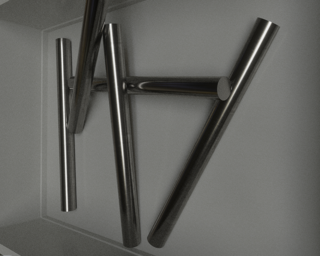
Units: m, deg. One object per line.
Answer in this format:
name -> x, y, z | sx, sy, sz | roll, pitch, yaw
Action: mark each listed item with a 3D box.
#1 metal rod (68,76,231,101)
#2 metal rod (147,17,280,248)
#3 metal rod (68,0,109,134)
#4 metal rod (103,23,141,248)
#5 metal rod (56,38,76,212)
metal rod -> -0.040, -0.058, 0.422 | 0.300, 0.025, 0.025 | 9, 96, 44
metal rod -> 0.053, 0.021, 0.363 | 0.025, 0.025, 0.298 | 37, 113, 33
metal rod -> -0.099, -0.087, 0.416 | 0.025, 0.025, 0.298 | 58, 145, 24
metal rod -> -0.050, 0.017, 0.414 | 0.025, 0.025, 0.298 | 5, 103, 40
metal rod -> -0.165, -0.007, 0.543 | 0.025, 0.025, 0.298 | -4, 87, 40
